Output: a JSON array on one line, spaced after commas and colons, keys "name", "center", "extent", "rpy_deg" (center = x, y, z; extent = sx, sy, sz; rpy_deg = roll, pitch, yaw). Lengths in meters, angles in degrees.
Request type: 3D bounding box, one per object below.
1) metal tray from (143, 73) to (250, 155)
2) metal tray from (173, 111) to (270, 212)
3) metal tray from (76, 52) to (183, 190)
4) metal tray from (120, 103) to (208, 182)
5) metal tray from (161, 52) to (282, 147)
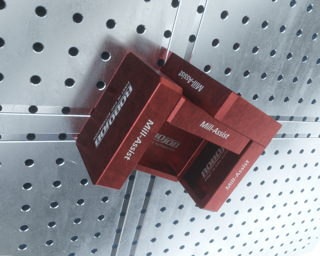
[{"name": "metal tray", "center": [0.043, -0.019, 0.379], "extent": [0.131, 0.090, 0.030], "rpy_deg": [23, 106, -37]}, {"name": "metal tray", "center": [0.081, 0.040, 0.436], "extent": [0.030, 0.090, 0.129], "rpy_deg": [24, 105, -37]}, {"name": "metal tray", "center": [-0.040, -0.009, 0.340], "extent": [0.030, 0.090, 0.129], "rpy_deg": [24, 105, -37]}, {"name": "metal tray", "center": [-0.002, 0.017, 0.416], "extent": [0.131, 0.030, 0.090], "rpy_deg": [24, 106, -37]}, {"name": "metal tray", "center": [0.065, -0.035, 0.355], "extent": [0.090, 0.130, 0.030], "rpy_deg": [24, 105, -37]}]
